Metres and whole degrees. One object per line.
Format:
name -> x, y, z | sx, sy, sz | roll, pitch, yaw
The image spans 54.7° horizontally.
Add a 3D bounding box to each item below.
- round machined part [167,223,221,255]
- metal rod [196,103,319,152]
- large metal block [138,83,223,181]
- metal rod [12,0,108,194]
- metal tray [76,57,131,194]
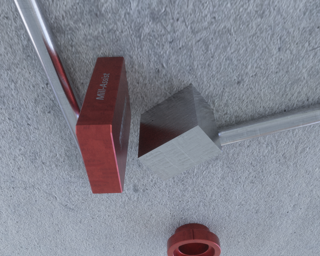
round machined part -> 0.062, 0.215, 0.581 | 0.099, 0.042, 0.097 | -1, 130, 0
metal rod -> 0.122, 0.002, 0.410 | 0.301, 0.025, 0.025 | -14, 129, 11
large metal block -> 0.022, 0.005, 0.376 | 0.080, 0.080, 0.050 | -30, 124, 23
metal rod -> -0.109, -0.018, 0.389 | 0.025, 0.025, 0.298 | -6, 130, 5
metal tray -> -0.054, -0.007, 0.331 | 0.030, 0.130, 0.089 | -2, 130, 1
